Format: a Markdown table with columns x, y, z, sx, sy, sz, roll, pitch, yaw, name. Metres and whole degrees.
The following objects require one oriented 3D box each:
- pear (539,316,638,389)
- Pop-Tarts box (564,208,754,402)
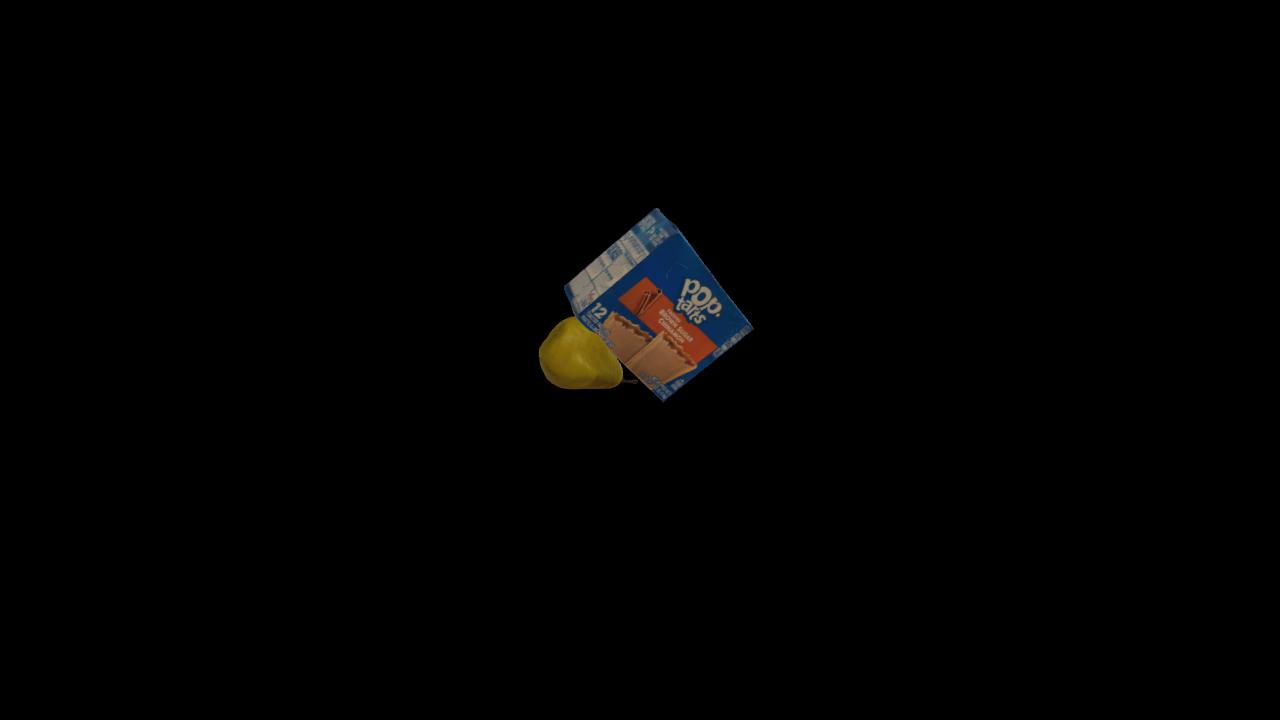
| x | y | z | sx | sy | sz | roll | pitch | yaw | name |
| --- | --- | --- | --- | --- | --- | --- | --- | --- | --- |
| -0.056 | 0.007 | 0.678 | 0.111 | 0.080 | 0.080 | 41 | -15 | -18 | pear |
| 0.023 | -0.059 | 0.705 | 0.167 | 0.141 | 0.083 | 46 | 9 | -36 | Pop-Tarts box |
